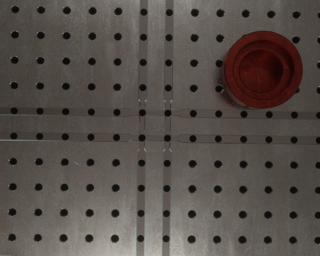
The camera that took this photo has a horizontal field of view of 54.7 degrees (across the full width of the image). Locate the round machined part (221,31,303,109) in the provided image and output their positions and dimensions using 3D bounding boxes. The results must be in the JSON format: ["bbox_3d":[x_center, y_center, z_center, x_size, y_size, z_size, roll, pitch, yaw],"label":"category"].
[{"bbox_3d":[0.129,-0.073,0.407,0.099,0.042,0.097,0,90,-1],"label":"round machined part"}]
